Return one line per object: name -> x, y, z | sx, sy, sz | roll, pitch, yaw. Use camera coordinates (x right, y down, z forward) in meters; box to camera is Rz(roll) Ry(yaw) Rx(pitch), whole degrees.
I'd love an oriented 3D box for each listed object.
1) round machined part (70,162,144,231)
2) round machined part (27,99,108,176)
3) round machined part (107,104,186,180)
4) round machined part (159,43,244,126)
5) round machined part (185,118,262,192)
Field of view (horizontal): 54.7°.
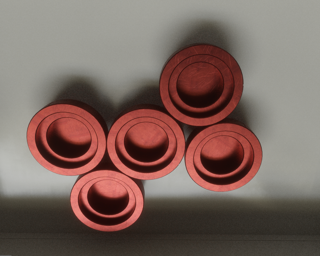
round machined part -> -0.071, 0.091, 0.432 | 0.099, 0.042, 0.097 | 0, 110, 0
round machined part -> -0.115, 0.009, 0.402 | 0.099, 0.042, 0.097 | 0, 110, 0
round machined part -> -0.017, 0.015, 0.404 | 0.099, 0.042, 0.097 | 0, 110, 0
round machined part -> 0.048, -0.055, 0.380 | 0.099, 0.042, 0.097 | 0, 110, 0
round machined part -> 0.081, 0.032, 0.412 | 0.099, 0.042, 0.097 | 0, 110, 0
